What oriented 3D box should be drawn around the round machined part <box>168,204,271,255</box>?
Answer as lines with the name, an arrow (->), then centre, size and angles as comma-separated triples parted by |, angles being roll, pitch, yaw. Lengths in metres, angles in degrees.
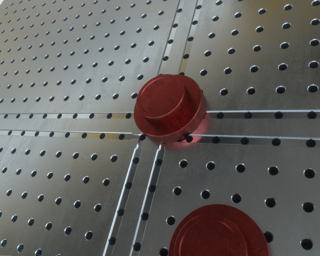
round machined part -> 0.052, 0.121, 0.295 | 0.098, 0.042, 0.098 | -13, 56, 20

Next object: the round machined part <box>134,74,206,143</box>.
round machined part -> 0.008, -0.032, 0.412 | 0.098, 0.042, 0.098 | -13, 56, 20
